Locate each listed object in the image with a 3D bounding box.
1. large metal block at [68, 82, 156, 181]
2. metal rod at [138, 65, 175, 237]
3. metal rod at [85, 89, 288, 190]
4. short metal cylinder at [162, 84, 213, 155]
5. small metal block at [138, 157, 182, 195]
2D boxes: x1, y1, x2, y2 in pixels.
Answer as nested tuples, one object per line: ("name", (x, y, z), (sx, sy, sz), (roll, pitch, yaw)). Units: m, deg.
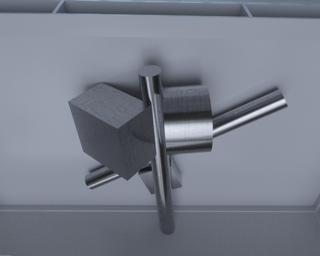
("large metal block", (-0.054, 0.003, 0.367), (0.080, 0.050, 0.079), (27, 139, 31))
("metal rod", (0.001, 0.055, 0.420), (0.025, 0.025, 0.298), (-4, 129, 3))
("metal rod", (0.022, 0.023, 0.426), (0.300, 0.025, 0.025), (-25, 126, 19))
("short metal cylinder", (0.030, -0.010, 0.362), (0.050, 0.080, 0.079), (-4, 130, 1))
("small metal block", (0.001, 0.070, 0.467), (0.050, 0.025, 0.050), (-17, 129, 13))
